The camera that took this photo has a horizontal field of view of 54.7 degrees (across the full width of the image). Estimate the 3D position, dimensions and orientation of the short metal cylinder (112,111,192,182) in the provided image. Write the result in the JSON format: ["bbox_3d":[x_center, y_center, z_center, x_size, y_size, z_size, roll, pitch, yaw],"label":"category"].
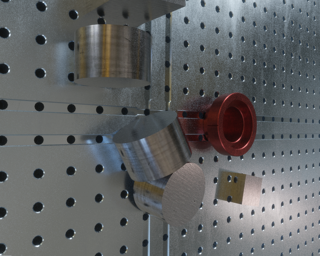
[{"bbox_3d":[-0.009,0.020,0.366,0.081,0.080,0.050,-35,112,-34],"label":"short metal cylinder"}]

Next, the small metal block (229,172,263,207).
[{"bbox_3d":[0.149,0.106,0.534,0.050,0.025,0.050,17,79,-39],"label":"small metal block"}]

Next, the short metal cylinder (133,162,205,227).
[{"bbox_3d":[0.013,0.078,0.395,0.081,0.050,0.079,-12,107,-43],"label":"short metal cylinder"}]

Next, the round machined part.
[{"bbox_3d":[0.106,-0.005,0.487,0.099,0.042,0.097,0,90,-40],"label":"round machined part"}]

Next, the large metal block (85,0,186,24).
[{"bbox_3d":[-0.029,-0.158,0.348,0.081,0.080,0.050,-5,94,-40],"label":"large metal block"}]

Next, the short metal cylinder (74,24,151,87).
[{"bbox_3d":[-0.050,-0.073,0.331,0.081,0.080,0.050,0,90,-40],"label":"short metal cylinder"}]
